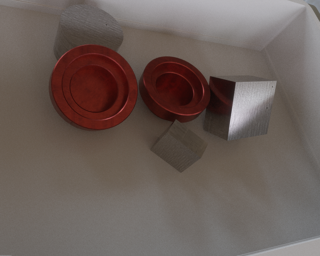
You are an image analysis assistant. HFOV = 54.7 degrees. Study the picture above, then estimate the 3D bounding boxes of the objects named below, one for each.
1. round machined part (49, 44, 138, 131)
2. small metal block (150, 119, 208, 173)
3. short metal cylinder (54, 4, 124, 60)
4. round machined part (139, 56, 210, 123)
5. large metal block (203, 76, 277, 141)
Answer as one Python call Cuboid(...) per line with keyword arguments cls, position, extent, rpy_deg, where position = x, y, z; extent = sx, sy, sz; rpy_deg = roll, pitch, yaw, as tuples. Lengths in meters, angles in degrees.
Cuboid(cls="round machined part", position=(-0.080, -0.045, 0.366), extent=(0.099, 0.042, 0.097), rpy_deg=(3, 84, -27))
Cuboid(cls="small metal block", position=(0.023, 0.024, 0.389), extent=(0.050, 0.050, 0.025), rpy_deg=(37, 51, -4))
Cuboid(cls="short metal cylinder", position=(-0.095, -0.115, 0.409), extent=(0.081, 0.050, 0.080), rpy_deg=(14, 56, -21))
Cuboid(cls="round machined part", position=(0.017, -0.049, 0.433), extent=(0.099, 0.042, 0.098), rpy_deg=(11, 57, -18))
Cuboid(cls="large metal block", position=(0.114, -0.032, 0.446), extent=(0.081, 0.079, 0.050), rpy_deg=(-7, 21, -32))
